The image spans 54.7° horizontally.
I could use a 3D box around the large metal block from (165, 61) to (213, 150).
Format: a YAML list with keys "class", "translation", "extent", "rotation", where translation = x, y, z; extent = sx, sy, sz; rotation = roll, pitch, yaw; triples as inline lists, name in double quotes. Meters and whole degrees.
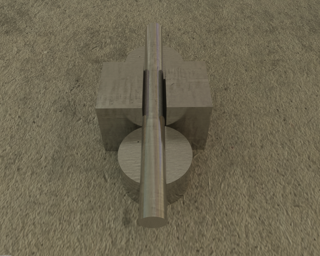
- class: "large metal block"
  translation: [0.032, -0.028, 0.392]
  extent: [0.050, 0.080, 0.080]
  rotation: [-1, 50, -1]

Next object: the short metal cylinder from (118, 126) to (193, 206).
- class: "short metal cylinder"
  translation: [-0.005, 0.043, 0.353]
  extent: [0.081, 0.050, 0.080]
  rotation: [0, 49, 0]

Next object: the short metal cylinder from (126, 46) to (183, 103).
- class: "short metal cylinder"
  translation: [-0.008, -0.077, 0.453]
  extent: [0.081, 0.050, 0.080]
  rotation: [0, 49, 0]

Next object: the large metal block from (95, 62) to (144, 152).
- class: "large metal block"
  translation: [-0.045, -0.026, 0.390]
  extent: [0.050, 0.080, 0.080]
  rotation: [-1, 50, -1]

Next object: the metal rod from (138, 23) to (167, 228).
- class: "metal rod"
  translation: [-0.008, -0.032, 0.366]
  extent: [0.025, 0.025, 0.300]
  rotation: [0, 50, 0]
